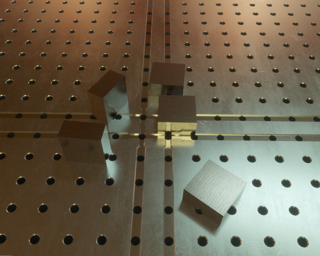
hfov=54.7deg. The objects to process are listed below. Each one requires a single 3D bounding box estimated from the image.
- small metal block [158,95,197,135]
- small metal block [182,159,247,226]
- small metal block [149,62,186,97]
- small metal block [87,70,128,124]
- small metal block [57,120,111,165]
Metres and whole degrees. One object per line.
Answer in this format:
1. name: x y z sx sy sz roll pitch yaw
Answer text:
1. small metal block: 0.023 -0.018 0.423 0.050 0.025 0.050 1 50 0
2. small metal block: 0.061 0.071 0.349 0.050 0.025 0.050 32 57 23
3. small metal block: 0.012 -0.073 0.469 0.050 0.025 0.050 5 50 4
4. small metal block: -0.070 -0.043 0.427 0.025 0.050 0.050 24 54 18
5. small metal block: -0.090 0.018 0.375 0.050 0.050 0.025 5 50 4
